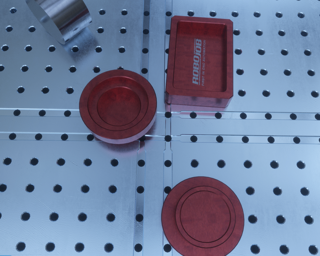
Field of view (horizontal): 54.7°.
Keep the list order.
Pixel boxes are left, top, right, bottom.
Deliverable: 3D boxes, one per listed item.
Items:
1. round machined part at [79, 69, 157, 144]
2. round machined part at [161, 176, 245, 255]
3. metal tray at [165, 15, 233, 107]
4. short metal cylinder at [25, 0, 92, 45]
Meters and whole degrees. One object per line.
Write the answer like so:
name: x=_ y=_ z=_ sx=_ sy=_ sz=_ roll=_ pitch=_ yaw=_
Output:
round machined part: x=-0.053 y=-0.025 z=0.411 sx=0.099 sy=0.042 sz=0.098 roll=0 pitch=70 yaw=0
round machined part: x=0.051 y=0.105 z=0.365 sx=0.099 sy=0.042 sz=0.098 roll=0 pitch=70 yaw=-1
metal tray: x=0.057 y=-0.097 z=0.445 sx=0.091 sy=0.030 sz=0.130 roll=4 pitch=70 yaw=1
short metal cylinder: x=-0.144 y=-0.168 z=0.442 sx=0.080 sy=0.080 sz=0.050 roll=42 pitch=75 yaw=13
